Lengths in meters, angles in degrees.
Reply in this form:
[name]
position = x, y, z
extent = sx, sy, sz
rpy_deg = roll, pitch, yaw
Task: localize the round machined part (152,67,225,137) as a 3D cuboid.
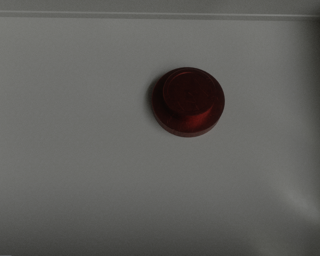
[round machined part]
position = 0.038, -0.040, 0.415
extent = 0.099, 0.042, 0.098
rpy_deg = 0, 70, 0
